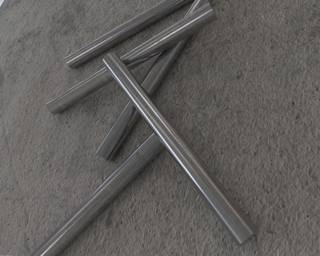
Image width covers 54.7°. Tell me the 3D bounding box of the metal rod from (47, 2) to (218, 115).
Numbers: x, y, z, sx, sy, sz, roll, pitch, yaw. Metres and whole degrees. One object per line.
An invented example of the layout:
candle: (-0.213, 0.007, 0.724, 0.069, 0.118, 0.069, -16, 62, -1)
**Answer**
metal rod: (-0.054, -0.095, 0.468, 0.300, 0.025, 0.025, -26, 52, 20)

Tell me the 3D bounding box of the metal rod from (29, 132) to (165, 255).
metal rod: (-0.103, 0.117, 0.386, 0.300, 0.025, 0.025, -45, 51, -4)

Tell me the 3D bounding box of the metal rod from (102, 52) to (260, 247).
metal rod: (0.007, 0.003, 0.372, 0.025, 0.025, 0.300, -39, 59, 2)

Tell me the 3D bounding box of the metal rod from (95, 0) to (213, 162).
metal rod: (-0.002, -0.084, 0.456, 0.025, 0.025, 0.300, 21, 73, 36)

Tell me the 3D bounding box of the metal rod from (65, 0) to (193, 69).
metal rod: (-0.032, -0.183, 0.533, 0.300, 0.025, 0.025, -27, 53, 11)
